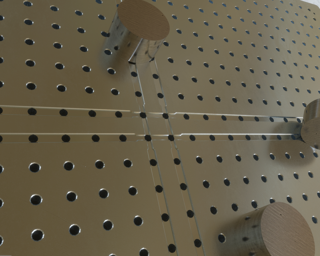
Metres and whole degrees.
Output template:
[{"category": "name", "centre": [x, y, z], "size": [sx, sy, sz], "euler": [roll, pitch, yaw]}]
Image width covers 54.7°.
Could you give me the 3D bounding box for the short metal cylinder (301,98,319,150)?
[{"category": "short metal cylinder", "centre": [0.288, -0.006, 0.531], "size": [0.080, 0.080, 0.050], "euler": [35, 51, -6]}]

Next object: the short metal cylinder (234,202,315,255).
[{"category": "short metal cylinder", "centre": [0.141, 0.138, 0.383], "size": [0.081, 0.050, 0.080], "euler": [14, 56, -21]}]

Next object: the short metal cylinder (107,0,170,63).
[{"category": "short metal cylinder", "centre": [-0.033, -0.144, 0.462], "size": [0.081, 0.050, 0.080], "euler": [14, 56, -21]}]
